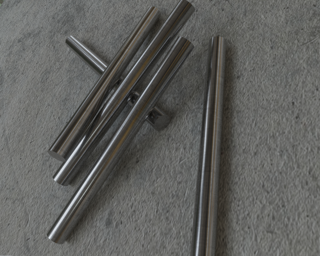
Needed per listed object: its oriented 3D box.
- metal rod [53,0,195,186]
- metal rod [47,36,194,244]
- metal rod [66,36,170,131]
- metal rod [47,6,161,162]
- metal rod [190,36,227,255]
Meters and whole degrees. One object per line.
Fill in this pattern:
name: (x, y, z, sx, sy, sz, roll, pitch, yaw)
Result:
metal rod: (-0.051, -0.047, 0.427, 0.025, 0.025, 0.299, 38, 93, 38)
metal rod: (-0.048, 0.013, 0.396, 0.025, 0.025, 0.299, 31, 86, 38)
metal rod: (-0.083, -0.086, 0.500, 0.025, 0.025, 0.300, -45, 51, -3)
metal rod: (-0.069, -0.082, 0.457, 0.025, 0.025, 0.300, 7, 55, 31)
metal rod: (0.060, 0.011, 0.365, 0.025, 0.025, 0.300, -5, 59, 25)
